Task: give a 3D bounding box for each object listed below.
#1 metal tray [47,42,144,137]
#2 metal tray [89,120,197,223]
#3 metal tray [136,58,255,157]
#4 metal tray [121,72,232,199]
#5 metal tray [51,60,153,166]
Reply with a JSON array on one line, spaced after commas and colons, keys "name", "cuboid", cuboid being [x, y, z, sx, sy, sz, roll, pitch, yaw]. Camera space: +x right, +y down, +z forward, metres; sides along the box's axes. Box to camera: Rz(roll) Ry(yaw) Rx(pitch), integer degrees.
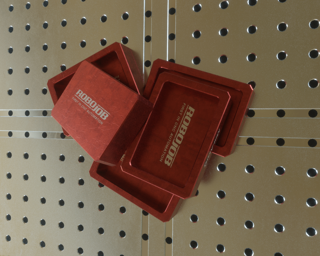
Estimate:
[{"name": "metal tray", "cuboid": [-0.090, -0.052, 0.442, 0.130, 0.030, 0.090, -24, 82, 19]}, {"name": "metal tray", "cuboid": [-0.022, 0.053, 0.418, 0.130, 0.030, 0.090, 28, 99, 18]}, {"name": "metal tray", "cuboid": [0.042, -0.027, 0.394, 0.130, 0.030, 0.090, 20, 96, 19]}, {"name": "metal tray", "cuboid": [0.020, 0.008, 0.370, 0.090, 0.030, 0.130, 21, 85, 19]}, {"name": "metal tray", "cuboid": [-0.079, -0.023, 0.395, 0.130, 0.030, 0.090, 36, 94, 39]}]
